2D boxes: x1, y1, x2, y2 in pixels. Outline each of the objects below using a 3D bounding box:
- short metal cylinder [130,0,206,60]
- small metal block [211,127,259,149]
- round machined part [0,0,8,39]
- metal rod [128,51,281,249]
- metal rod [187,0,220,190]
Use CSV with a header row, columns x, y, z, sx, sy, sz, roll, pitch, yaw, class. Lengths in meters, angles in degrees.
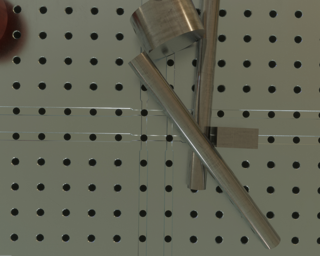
x,y,z,sx,sy,sz,roll,pitch,yaw,class
0.010,-0.126,0.386,0.080,0.080,0.050,-24,90,0,short metal cylinder
0.095,0.012,0.401,0.050,0.050,0.025,3,90,0,small metal block
-0.247,-0.144,0.403,0.099,0.042,0.097,0,90,0,round machined part
0.061,0.035,0.389,0.025,0.025,0.300,-37,100,0,metal rod
0.060,-0.068,0.413,0.025,0.025,0.298,4,90,0,metal rod
